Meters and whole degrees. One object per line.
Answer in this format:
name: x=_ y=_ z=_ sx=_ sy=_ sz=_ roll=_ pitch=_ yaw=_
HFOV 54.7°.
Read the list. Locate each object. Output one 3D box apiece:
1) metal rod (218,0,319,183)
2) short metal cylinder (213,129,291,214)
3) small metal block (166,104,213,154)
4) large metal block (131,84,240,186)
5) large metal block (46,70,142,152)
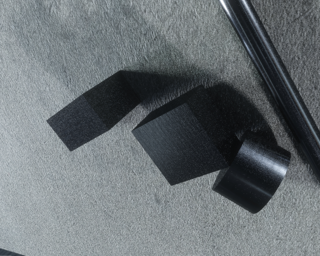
metal rod: x=0.129 y=-0.034 z=0.318 sx=0.025 sy=0.025 sz=0.299 roll=-24 pitch=106 yaw=36
short metal cylinder: x=0.101 y=0.048 z=0.348 sx=0.050 sy=0.080 sz=0.079 roll=30 pitch=128 yaw=9
small metal block: x=0.041 y=-0.003 z=0.384 sx=0.050 sy=0.025 sz=0.050 roll=31 pitch=128 yaw=7
large metal block: x=0.030 y=0.010 z=0.349 sx=0.080 sy=0.050 sz=0.080 roll=-27 pitch=104 yaw=37
large metal block: x=-0.084 y=-0.022 z=0.402 sx=0.080 sy=0.080 sz=0.050 roll=-26 pitch=104 yaw=37
